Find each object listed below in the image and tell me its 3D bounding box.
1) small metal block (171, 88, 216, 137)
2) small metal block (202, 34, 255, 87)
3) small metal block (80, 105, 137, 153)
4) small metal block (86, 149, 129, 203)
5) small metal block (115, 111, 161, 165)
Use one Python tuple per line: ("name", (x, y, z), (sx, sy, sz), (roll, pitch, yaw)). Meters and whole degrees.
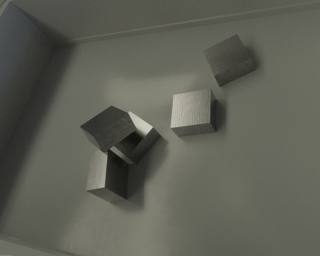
("small metal block", (0.043, -0.019, 0.394), (0.050, 0.025, 0.050), (-8, 58, 23))
("small metal block", (0.091, -0.090, 0.412), (0.050, 0.025, 0.050), (-25, 53, 12))
("small metal block", (-0.066, 0.000, 0.391), (0.050, 0.025, 0.050), (-36, 31, -19))
("small metal block", (-0.063, 0.060, 0.385), (0.025, 0.050, 0.050), (-14, 56, 20))
("small metal block", (-0.036, 0.013, 0.415), (0.050, 0.025, 0.050), (34, 80, 38))
